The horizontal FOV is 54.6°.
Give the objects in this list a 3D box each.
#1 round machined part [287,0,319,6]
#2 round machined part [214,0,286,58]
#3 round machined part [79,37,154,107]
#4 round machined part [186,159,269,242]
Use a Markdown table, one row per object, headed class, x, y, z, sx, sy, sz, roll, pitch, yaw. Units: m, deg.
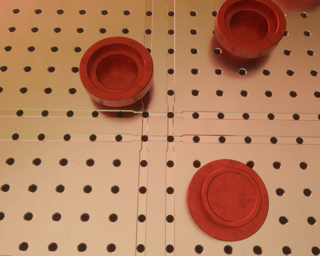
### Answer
| class | x | y | z | sx | sy | sz | roll | pitch | yaw |
| --- | --- | --- | --- | --- | --- | --- | --- | --- | --- |
| round machined part | 0.236 | -0.249 | 0.495 | 0.099 | 0.042 | 0.098 | 0 | 70 | 0 |
| round machined part | 0.129 | -0.145 | 0.456 | 0.099 | 0.042 | 0.098 | 0 | 70 | 0 |
| round machined part | -0.058 | -0.073 | 0.429 | 0.099 | 0.042 | 0.098 | 0 | 70 | 0 |
| round machined part | 0.082 | 0.085 | 0.372 | 0.099 | 0.042 | 0.098 | 0 | 70 | 0 |
